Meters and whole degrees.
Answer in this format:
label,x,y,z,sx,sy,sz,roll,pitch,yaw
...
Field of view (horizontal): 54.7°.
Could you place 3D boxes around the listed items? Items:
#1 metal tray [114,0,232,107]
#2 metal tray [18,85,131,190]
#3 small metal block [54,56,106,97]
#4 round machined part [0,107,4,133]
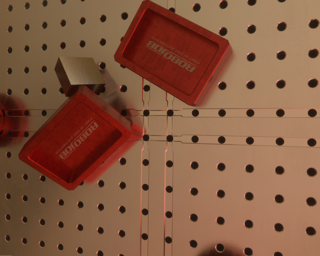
label,x,y,z,sx,sy,sz,roll,pitch,yaw
metal tray,0.015,-0.097,0.404,0.130,0.030,0.090,33,101,17
metal tray,-0.114,0.017,0.424,0.130,0.030,0.090,-43,114,15
small metal block,-0.112,-0.072,0.431,0.025,0.050,0.050,-50,59,42
round machined part,-0.300,-0.014,0.510,0.098,0.042,0.097,0,90,20
